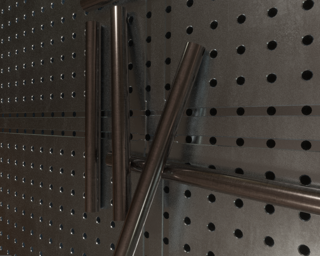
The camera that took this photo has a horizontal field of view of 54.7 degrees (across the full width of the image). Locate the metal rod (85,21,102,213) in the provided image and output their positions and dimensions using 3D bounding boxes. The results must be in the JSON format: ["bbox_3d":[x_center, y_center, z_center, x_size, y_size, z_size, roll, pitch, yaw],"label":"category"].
[{"bbox_3d":[-0.107,-0.017,0.494,0.025,0.025,0.298,0,90,39],"label":"metal rod"}]

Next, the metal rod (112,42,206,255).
[{"bbox_3d":[-0.005,0.042,0.380,0.025,0.025,0.298,21,93,37],"label":"metal rod"}]

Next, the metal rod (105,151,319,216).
[{"bbox_3d":[0.043,0.058,0.372,0.300,0.025,0.025,6,94,39],"label":"metal rod"}]

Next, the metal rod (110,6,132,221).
[{"bbox_3d":[-0.055,-0.027,0.430,0.025,0.025,0.298,-11,76,39],"label":"metal rod"}]

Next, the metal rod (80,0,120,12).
[{"bbox_3d":[-0.004,-0.203,0.410,0.300,0.025,0.025,0,90,39],"label":"metal rod"}]
